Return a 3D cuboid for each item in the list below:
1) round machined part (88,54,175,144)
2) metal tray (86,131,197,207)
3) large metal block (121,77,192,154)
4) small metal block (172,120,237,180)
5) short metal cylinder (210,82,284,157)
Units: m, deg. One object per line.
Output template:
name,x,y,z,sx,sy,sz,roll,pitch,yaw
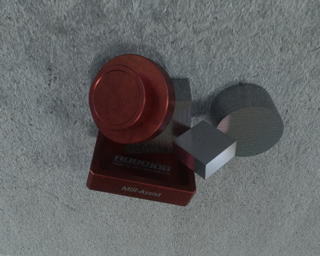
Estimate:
round machined part,-0.037,-0.031,0.333,0.098,0.098,0.042,-30,169,22
metal tray,-0.022,0.047,0.405,0.131,0.090,0.030,13,129,-11
large metal block,-0.004,-0.014,0.381,0.080,0.050,0.079,-1,130,1
small metal block,0.050,0.023,0.353,0.050,0.050,0.025,-33,139,-27
short metal cylinder,0.105,-0.010,0.386,0.081,0.050,0.079,0,130,0
